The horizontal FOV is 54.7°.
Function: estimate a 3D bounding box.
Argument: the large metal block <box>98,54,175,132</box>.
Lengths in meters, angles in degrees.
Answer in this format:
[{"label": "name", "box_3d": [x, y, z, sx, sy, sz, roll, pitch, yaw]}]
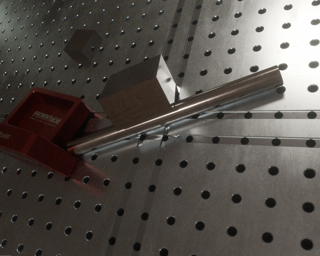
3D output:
[{"label": "large metal block", "box_3d": [-0.027, -0.049, 0.416, 0.080, 0.050, 0.080, -19, 29, 16]}]

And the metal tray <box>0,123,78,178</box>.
[{"label": "metal tray", "box_3d": [-0.196, 0.029, 0.449, 0.130, 0.090, 0.030, 11, 68, 32]}]

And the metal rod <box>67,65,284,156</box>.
[{"label": "metal rod", "box_3d": [0.007, -0.017, 0.413, 0.301, 0.025, 0.025, -19, 55, 16]}]

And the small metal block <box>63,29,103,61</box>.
[{"label": "small metal block", "box_3d": [-0.143, -0.155, 0.576, 0.050, 0.025, 0.050, 14, 69, 33]}]

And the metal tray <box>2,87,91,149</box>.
[{"label": "metal tray", "box_3d": [-0.186, -0.016, 0.502, 0.130, 0.030, 0.090, 15, 62, 34]}]
